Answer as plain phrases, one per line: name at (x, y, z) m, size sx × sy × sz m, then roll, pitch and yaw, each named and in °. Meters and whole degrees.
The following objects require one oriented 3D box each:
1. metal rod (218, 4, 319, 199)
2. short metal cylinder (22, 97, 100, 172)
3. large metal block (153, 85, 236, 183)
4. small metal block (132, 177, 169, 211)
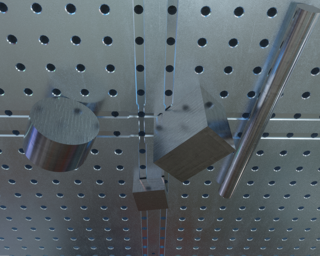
metal rod at (0.128, -0.008, 0.406) m, size 0.025 × 0.025 × 0.298 m, roll 6°, pitch 130°, yaw -6°
short metal cylinder at (-0.121, 0.007, 0.380) m, size 0.081 × 0.080 × 0.050 m, roll 19°, pitch 127°, yaw -16°
large metal block at (0.038, 0.007, 0.382) m, size 0.080 × 0.080 × 0.050 m, roll -37°, pitch 122°, yaw 26°
small metal block at (-0.014, 0.108, 0.504) m, size 0.050 × 0.025 × 0.050 m, roll -6°, pitch 130°, yaw 5°
